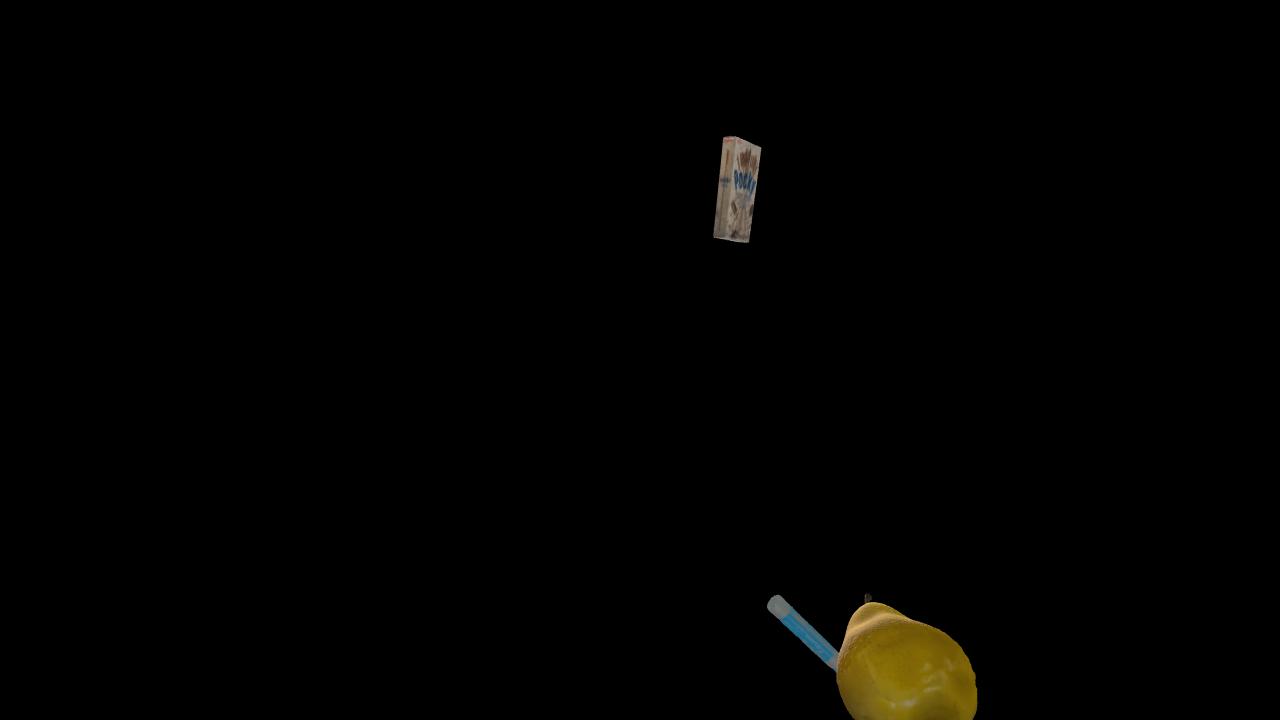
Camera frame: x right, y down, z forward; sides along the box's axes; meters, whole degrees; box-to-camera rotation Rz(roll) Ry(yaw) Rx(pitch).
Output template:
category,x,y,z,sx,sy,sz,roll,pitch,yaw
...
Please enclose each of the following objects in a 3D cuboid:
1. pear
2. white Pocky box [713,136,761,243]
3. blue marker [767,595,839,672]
category,x,y,z,sx,sy,sz,roll,pitch,yaw
pear,0.159,0.190,0.401,0.080,0.080,0.111,0,17,-11
white Pocky box,0.154,-0.268,0.979,0.028,0.154,0.084,12,11,37
blue marker,0.178,0.286,0.624,0.121,0.020,0.020,44,-3,-3
